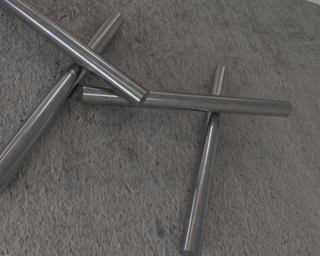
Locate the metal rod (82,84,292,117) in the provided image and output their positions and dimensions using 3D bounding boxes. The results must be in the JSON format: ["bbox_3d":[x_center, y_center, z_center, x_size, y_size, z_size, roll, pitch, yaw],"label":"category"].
[{"bbox_3d":[0.049,-0.035,0.425,0.302,0.025,0.025,3,60,-18],"label":"metal rod"}]

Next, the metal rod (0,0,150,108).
[{"bbox_3d":[-0.139,-0.123,0.379,0.300,0.025,0.025,37,51,6],"label":"metal rod"}]

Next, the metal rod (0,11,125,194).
[{"bbox_3d":[-0.111,-0.056,0.377,0.025,0.025,0.300,30,52,-9],"label":"metal rod"}]

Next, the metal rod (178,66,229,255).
[{"bbox_3d":[0.067,0.022,0.426,0.025,0.025,0.300,26,53,-12],"label":"metal rod"}]
